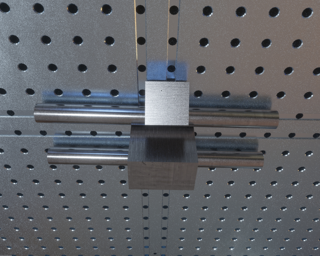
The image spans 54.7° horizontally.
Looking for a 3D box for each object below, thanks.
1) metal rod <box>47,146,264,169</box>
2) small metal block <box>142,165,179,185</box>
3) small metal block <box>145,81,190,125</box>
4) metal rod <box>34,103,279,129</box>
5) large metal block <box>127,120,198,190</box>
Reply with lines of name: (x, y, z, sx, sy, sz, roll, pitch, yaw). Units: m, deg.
metal rod: (-0.005, 0.043, 0.444, 0.302, 0.025, 0.025, 2, 130, -2)
small metal block: (0.000, 0.069, 0.450, 0.050, 0.025, 0.050, 2, 168, -2)
small metal block: (0.008, -0.029, 0.367, 0.050, 0.025, 0.050, 1, 96, -1)
metal rod: (-0.002, -0.015, 0.393, 0.302, 0.025, 0.025, 2, 130, -2)
large metal block: (0.003, 0.032, 0.397, 0.081, 0.080, 0.050, 1, 130, -2)
